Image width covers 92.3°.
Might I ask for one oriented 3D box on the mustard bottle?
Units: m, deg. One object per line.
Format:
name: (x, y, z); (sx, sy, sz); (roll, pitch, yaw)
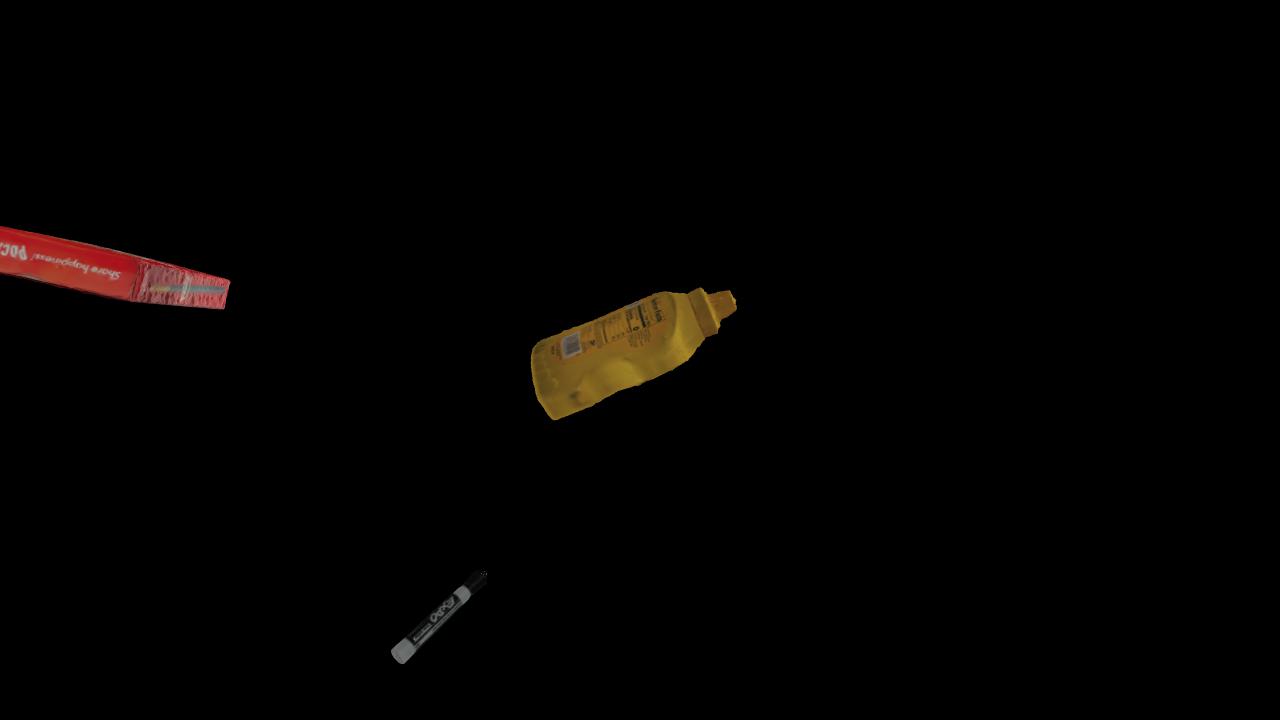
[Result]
mustard bottle: (-0.003, -0.017, 0.535); (0.184, 0.054, 0.092); (-23, 30, 7)

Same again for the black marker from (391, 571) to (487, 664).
black marker: (-0.207, 0.266, 0.649); (0.020, 0.020, 0.121); (0, 26, 36)

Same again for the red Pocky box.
red Pocky box: (-0.348, -0.058, 0.415); (0.083, 0.028, 0.155); (15, -2, -18)
